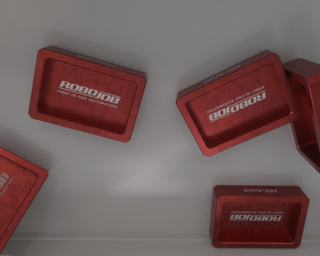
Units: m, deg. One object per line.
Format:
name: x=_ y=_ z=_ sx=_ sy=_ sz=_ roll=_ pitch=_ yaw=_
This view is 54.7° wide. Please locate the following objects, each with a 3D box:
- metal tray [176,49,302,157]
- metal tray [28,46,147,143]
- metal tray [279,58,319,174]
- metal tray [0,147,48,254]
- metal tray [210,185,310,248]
metal tray: x=0.097 y=-0.029 z=0.392 sx=0.130 sy=0.030 sz=0.090 roll=-25 pitch=108 yaw=14
metal tray: x=-0.090 y=-0.042 z=0.392 sx=0.131 sy=0.030 sz=0.089 roll=15 pitch=109 yaw=-6
metal tray: x=0.185 y=-0.013 z=0.373 sx=0.030 sy=0.090 sz=0.129 roll=-20 pitch=109 yaw=7
metal tray: x=-0.219 y=0.094 z=0.401 sx=0.090 sy=0.030 sz=0.130 roll=31 pitch=69 yaw=-12
metal tray: x=0.143 y=0.132 z=0.458 sx=0.131 sy=0.030 sz=0.089 roll=1 pitch=110 yaw=-1
